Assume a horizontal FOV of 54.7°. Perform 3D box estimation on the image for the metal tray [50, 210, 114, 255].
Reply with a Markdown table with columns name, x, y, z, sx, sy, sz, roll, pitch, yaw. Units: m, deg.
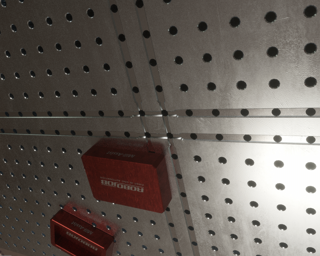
| name | x | y | z | sx | sy | sz | roll | pitch | yaw |
| --- | --- | --- | --- | --- | --- | --- | --- | --- | --- |
| metal tray | -0.161 | 0.231 | 0.632 | 0.130 | 0.030 | 0.089 | 23 | 127 | 13 |

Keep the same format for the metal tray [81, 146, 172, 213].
| name | x | y | z | sx | sy | sz | roll | pitch | yaw |
| --- | --- | --- | --- | --- | --- | --- | --- | --- | --- |
| metal tray | -0.052 | 0.079 | 0.482 | 0.130 | 0.030 | 0.089 | 5 | 121 | 25 |
